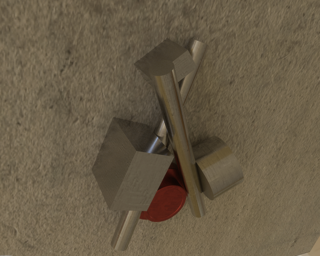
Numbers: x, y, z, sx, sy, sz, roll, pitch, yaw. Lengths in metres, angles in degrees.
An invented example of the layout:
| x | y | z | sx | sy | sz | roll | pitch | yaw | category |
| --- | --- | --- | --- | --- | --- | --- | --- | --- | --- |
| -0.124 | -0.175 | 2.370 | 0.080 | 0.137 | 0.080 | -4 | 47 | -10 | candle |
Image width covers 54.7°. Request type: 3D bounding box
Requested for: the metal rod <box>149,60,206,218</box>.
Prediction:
| x | y | z | sx | sy | sz | roll | pitch | yaw | category |
| --- | --- | --- | --- | --- | --- | --- | --- | --- | --- |
| 0.033 | 0.040 | 0.408 | 0.025 | 0.025 | 0.299 | -29 | 137 | -10 | metal rod |

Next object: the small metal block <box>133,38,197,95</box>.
| x | y | z | sx | sy | sz | roll | pitch | yaw | category |
| --- | --- | --- | --- | --- | --- | --- | --- | --- | --- |
| 0.005 | -0.071 | 0.352 | 0.050 | 0.050 | 0.025 | -38 | 130 | -3 | small metal block |

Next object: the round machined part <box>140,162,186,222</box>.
| x | y | z | sx | sy | sz | roll | pitch | yaw | category |
| --- | --- | --- | --- | --- | --- | --- | --- | --- | --- |
| 0.000 | 0.101 | 0.462 | 0.099 | 0.042 | 0.097 | -14 | 125 | -21 | round machined part |

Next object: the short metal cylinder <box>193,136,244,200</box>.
| x | y | z | sx | sy | sz | roll | pitch | yaw | category |
| --- | --- | --- | --- | --- | --- | --- | --- | --- | --- |
| 0.077 | 0.058 | 0.453 | 0.050 | 0.080 | 0.080 | -29 | 129 | -11 | short metal cylinder |

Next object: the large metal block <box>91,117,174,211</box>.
| x | y | z | sx | sy | sz | roll | pitch | yaw | category |
| --- | --- | --- | --- | --- | --- | --- | --- | --- | --- |
| -0.037 | 0.044 | 0.381 | 0.050 | 0.080 | 0.079 | 12 | 112 | -34 | large metal block |

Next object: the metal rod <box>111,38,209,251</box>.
| x | y | z | sx | sy | sz | roll | pitch | yaw | category |
| --- | --- | --- | --- | --- | --- | --- | --- | --- | --- |
| -0.005 | 0.032 | 0.407 | 0.025 | 0.025 | 0.298 | 12 | 106 | -34 | metal rod |
